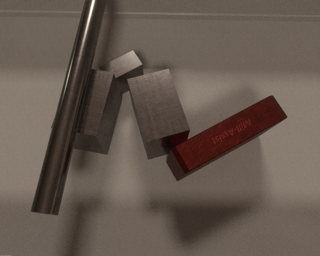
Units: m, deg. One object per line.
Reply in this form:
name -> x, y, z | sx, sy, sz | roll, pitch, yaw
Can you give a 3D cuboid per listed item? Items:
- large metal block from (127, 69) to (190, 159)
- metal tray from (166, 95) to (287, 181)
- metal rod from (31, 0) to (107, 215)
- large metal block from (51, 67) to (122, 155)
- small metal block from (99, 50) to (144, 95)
large metal block -> -0.003, -0.014, 0.386 | 0.050, 0.080, 0.080 | -16, 71, -6
metal tray -> 0.074, 0.016, 0.369 | 0.131, 0.090, 0.030 | -27, 78, -10
metal rod -> -0.091, -0.058, 0.344 | 0.025, 0.025, 0.299 | 7, 70, 2
large metal block -> -0.086, -0.019, 0.386 | 0.050, 0.080, 0.080 | 11, 70, 3
small metal block -> -0.050, -0.072, 0.422 | 0.050, 0.050, 0.025 | -30, 73, -11
